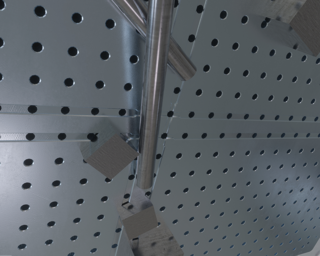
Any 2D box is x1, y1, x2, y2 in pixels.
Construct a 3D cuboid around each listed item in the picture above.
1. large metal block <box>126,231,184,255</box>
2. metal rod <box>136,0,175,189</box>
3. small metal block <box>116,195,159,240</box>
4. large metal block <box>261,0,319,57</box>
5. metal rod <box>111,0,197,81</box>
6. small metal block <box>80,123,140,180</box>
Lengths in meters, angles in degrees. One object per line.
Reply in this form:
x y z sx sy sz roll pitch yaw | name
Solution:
-0.013 0.233 0.532 0.081 0.050 0.079 -4 121 -26 | large metal block
-0.008 -0.039 0.359 0.025 0.025 0.298 -11 130 -23 | metal rod
-0.034 0.138 0.478 0.050 0.025 0.050 -22 127 -15 | small metal block
0.195 -0.154 0.406 0.080 0.050 0.080 27 103 -38 | large metal block
-0.052 -0.146 0.292 0.025 0.025 0.300 -45 129 3 | metal rod
-0.064 0.031 0.396 0.050 0.025 0.050 -42 130 0 | small metal block
